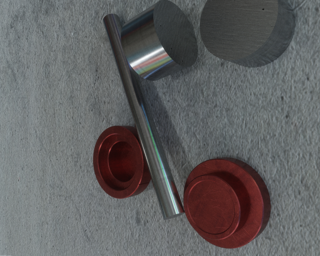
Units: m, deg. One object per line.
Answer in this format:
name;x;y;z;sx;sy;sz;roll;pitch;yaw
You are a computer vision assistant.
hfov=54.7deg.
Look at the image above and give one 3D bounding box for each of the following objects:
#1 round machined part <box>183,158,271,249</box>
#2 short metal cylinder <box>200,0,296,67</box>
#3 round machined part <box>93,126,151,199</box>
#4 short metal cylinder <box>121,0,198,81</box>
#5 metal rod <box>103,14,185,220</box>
round machined part;0.065;0.083;0.339;0.098;0.042;0.097;0;90;39
short metal cylinder;0.088;-0.105;0.315;0.080;0.050;0.079;0;90;39
round machined part;-0.045;0.045;0.429;0.098;0.042;0.097;0;90;39
short metal cylinder;0.001;-0.102;0.367;0.050;0.081;0.080;-17;80;38
metal rod;-0.029;-0.031;0.405;0.025;0.025;0.299;-36;62;34
